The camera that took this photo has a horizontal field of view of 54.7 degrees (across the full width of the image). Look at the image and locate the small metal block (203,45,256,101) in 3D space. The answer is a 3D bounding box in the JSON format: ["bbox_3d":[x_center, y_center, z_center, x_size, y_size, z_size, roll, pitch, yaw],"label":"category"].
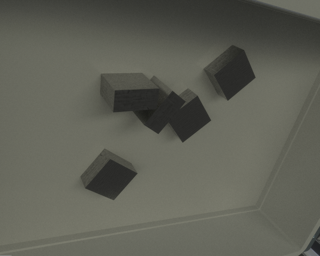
[{"bbox_3d":[0.094,-0.074,0.417,0.050,0.025,0.050,-40,130,-1],"label":"small metal block"}]

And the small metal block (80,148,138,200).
[{"bbox_3d":[-0.067,0.062,0.412,0.050,0.025,0.050,-49,129,6],"label":"small metal block"}]

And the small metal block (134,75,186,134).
[{"bbox_3d":[-0.005,-0.029,0.374,0.025,0.050,0.050,34,99,-39],"label":"small metal block"}]

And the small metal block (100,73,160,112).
[{"bbox_3d":[-0.035,-0.041,0.349,0.050,0.050,0.025,-6,121,-26],"label":"small metal block"}]

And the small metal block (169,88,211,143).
[{"bbox_3d":[0.034,-0.017,0.419,0.050,0.025,0.050,-38,130,-3],"label":"small metal block"}]
